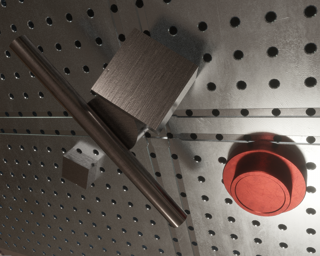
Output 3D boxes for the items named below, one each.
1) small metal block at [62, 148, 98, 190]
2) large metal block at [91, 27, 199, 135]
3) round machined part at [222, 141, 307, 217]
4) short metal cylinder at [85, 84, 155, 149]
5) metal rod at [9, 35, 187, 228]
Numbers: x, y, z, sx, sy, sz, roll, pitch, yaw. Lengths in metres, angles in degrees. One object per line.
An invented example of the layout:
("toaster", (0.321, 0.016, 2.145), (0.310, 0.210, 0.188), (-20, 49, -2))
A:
("small metal block", (-0.136, 0.069, 0.523), (0.050, 0.025, 0.050), (25, 127, 12))
("large metal block", (-0.015, -0.049, 0.345), (0.080, 0.050, 0.080), (33, 85, 6))
("round machined part", (0.124, 0.068, 0.376), (0.098, 0.042, 0.097), (13, 124, 20))
("short metal cylinder", (-0.054, -0.014, 0.413), (0.080, 0.050, 0.079), (13, 124, 20))
("metal rod", (-0.071, 0.010, 0.388), (0.300, 0.025, 0.025), (49, 128, -7))
